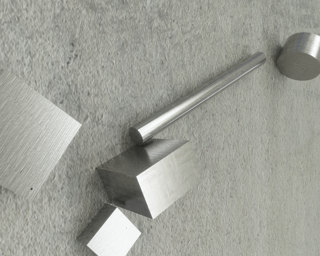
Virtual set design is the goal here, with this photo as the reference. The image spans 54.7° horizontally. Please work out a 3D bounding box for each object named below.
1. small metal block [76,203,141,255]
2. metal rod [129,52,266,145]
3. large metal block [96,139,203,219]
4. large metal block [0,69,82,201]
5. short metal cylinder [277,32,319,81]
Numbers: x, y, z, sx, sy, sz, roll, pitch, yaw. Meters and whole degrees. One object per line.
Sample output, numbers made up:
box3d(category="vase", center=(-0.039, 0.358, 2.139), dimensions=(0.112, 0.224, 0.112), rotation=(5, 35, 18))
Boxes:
box3d(category="small metal block", center=(-0.058, 0.124, 0.357), dimensions=(0.050, 0.025, 0.050), rotation=(-50, 120, -28))
box3d(category="metal rod", center=(0.074, -0.057, 0.466), dimensions=(0.302, 0.025, 0.025), rotation=(-33, 111, -35))
box3d(category="large metal block", center=(-0.012, 0.053, 0.359), dimensions=(0.081, 0.080, 0.050), rotation=(-30, 109, -36))
box3d(category="large metal block", center=(-0.133, 0.007, 0.277), dimensions=(0.080, 0.050, 0.080), rotation=(42, 65, -32))
box3d(category="short metal cylinder", center=(0.274, -0.137, 0.598), dimensions=(0.080, 0.080, 0.050), rotation=(43, 64, -32))
